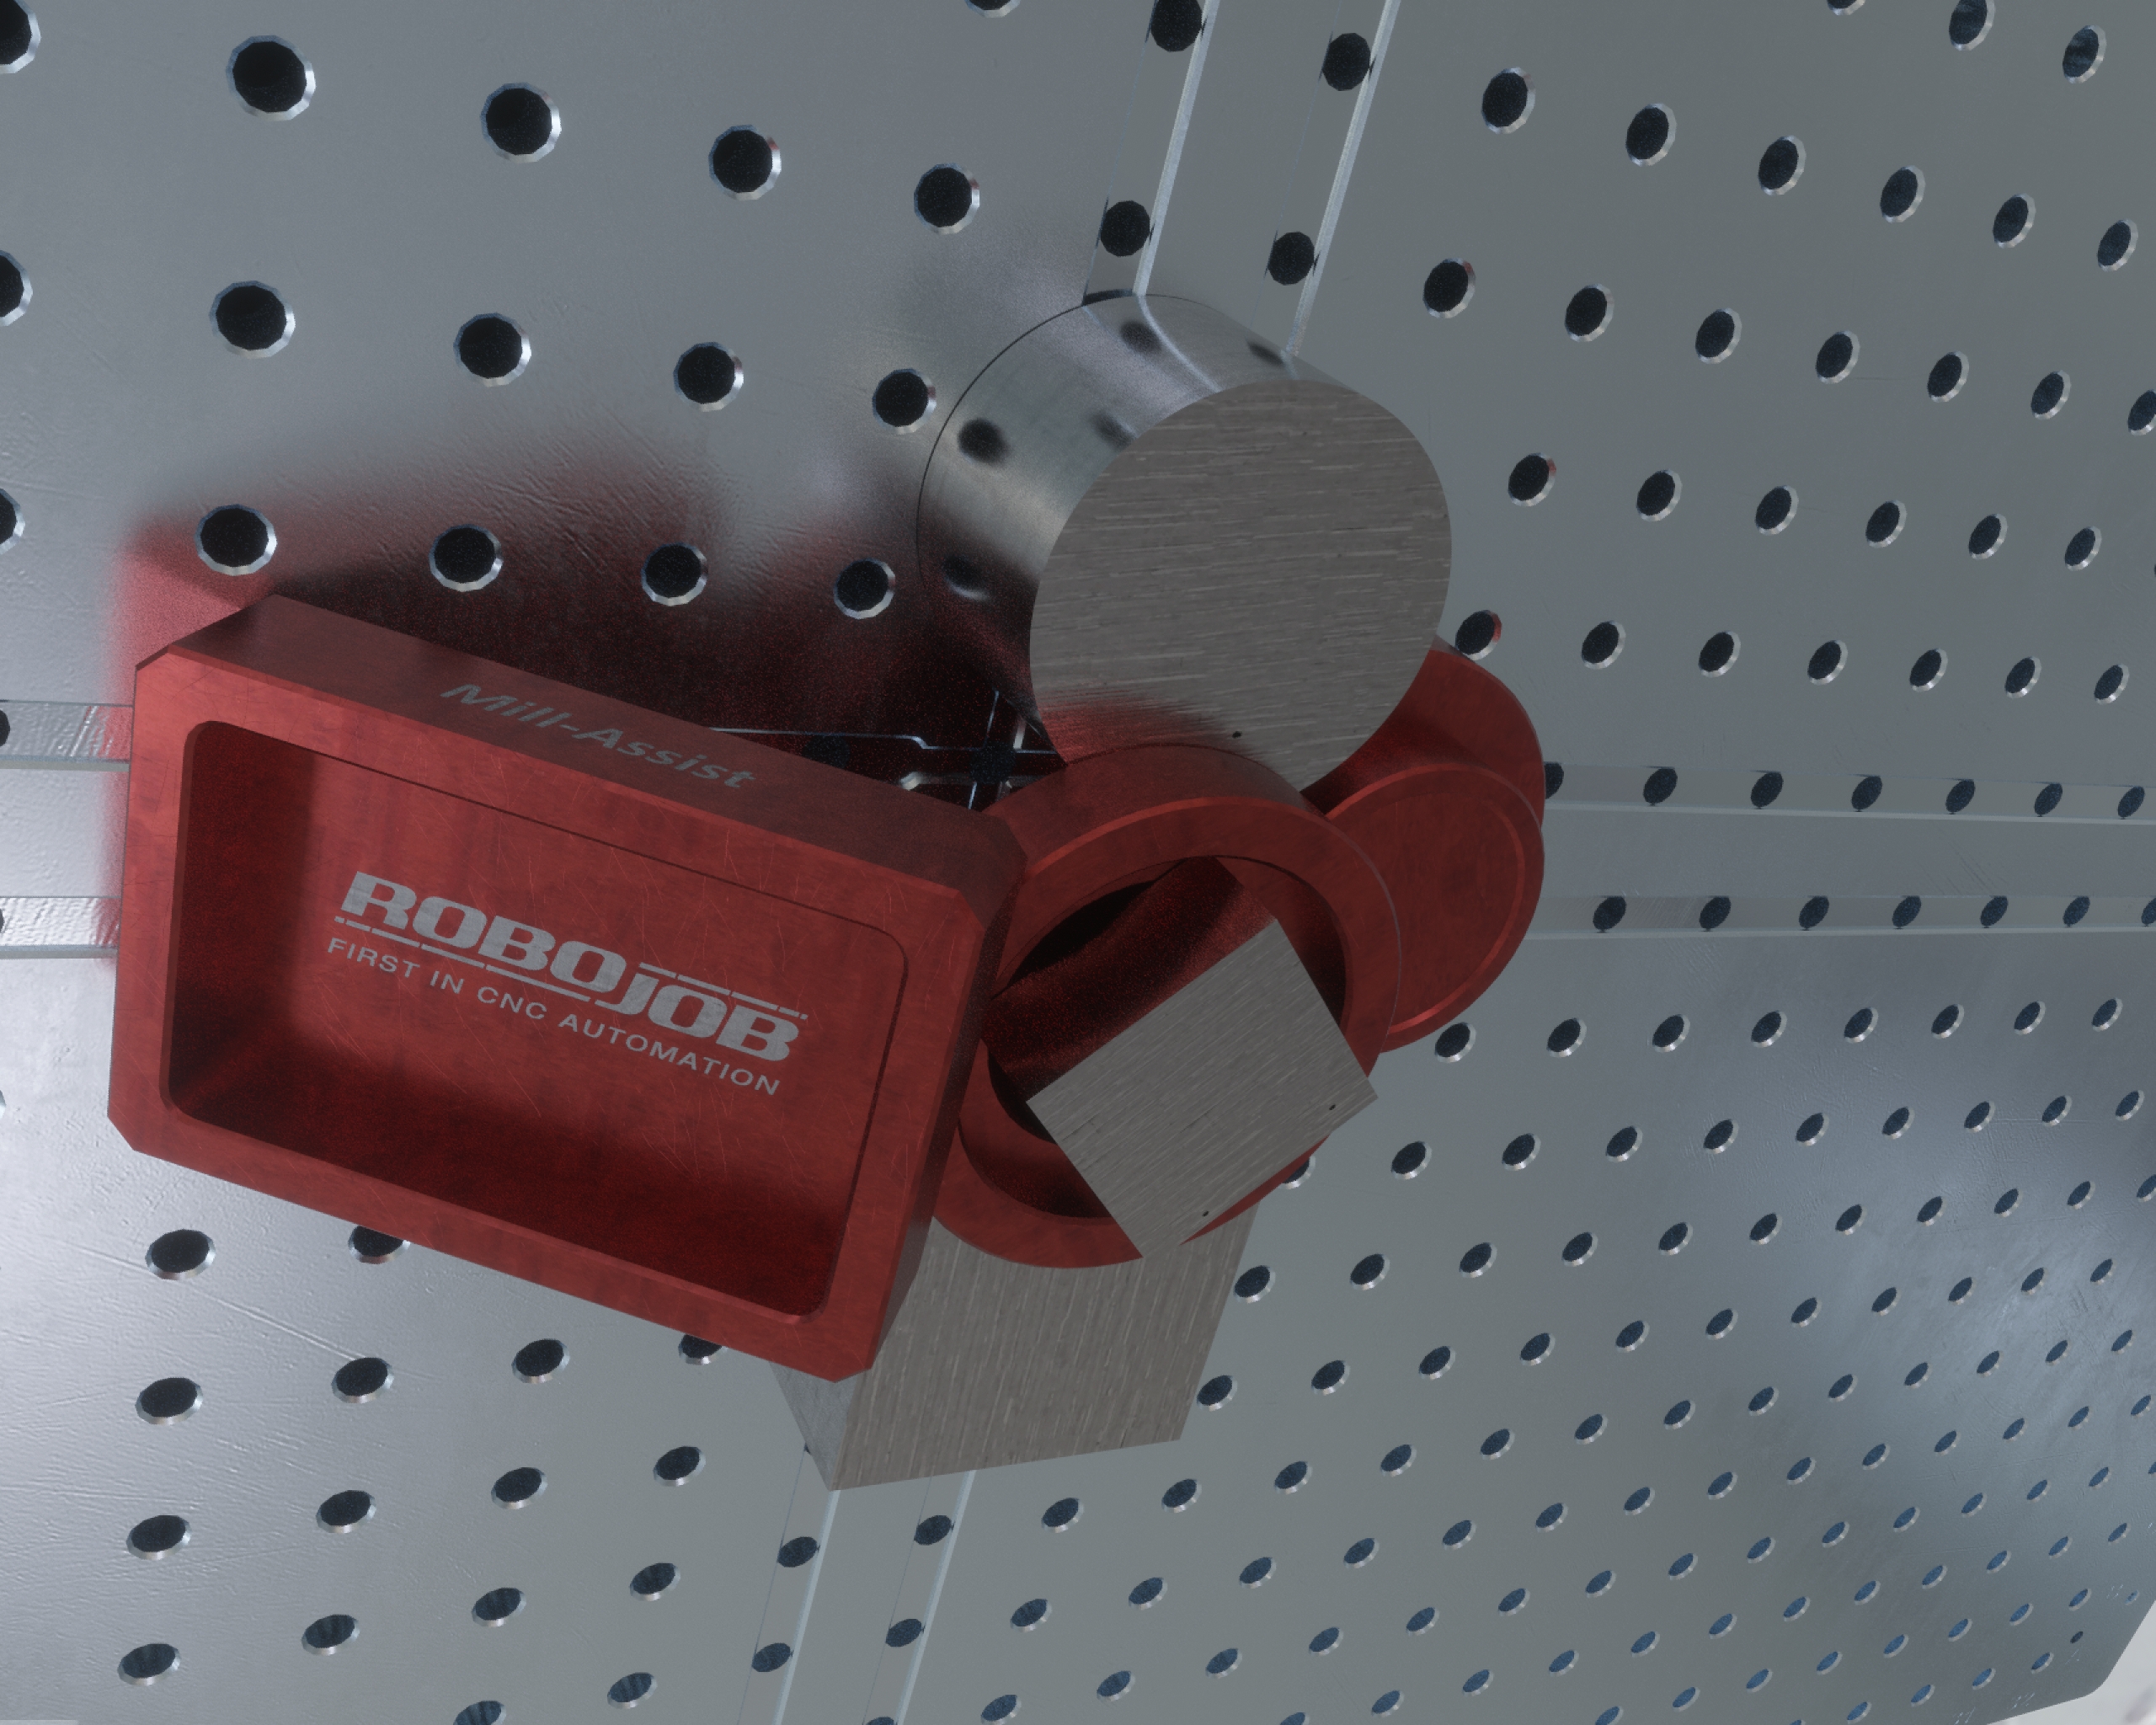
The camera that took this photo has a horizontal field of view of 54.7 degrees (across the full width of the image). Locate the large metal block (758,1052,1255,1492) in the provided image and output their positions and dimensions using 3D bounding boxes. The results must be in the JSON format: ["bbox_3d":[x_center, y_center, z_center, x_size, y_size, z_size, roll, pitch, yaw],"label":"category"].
[{"bbox_3d":[-0.015,0.077,0.431,0.081,0.050,0.079,1,118,-29],"label":"large metal block"}]

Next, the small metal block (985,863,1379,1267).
[{"bbox_3d":[0.017,0.034,0.361,0.050,0.025,0.050,-36,129,-4],"label":"small metal block"}]

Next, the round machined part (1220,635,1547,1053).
[{"bbox_3d":[0.056,0.001,0.430,0.099,0.042,0.097,-14,124,-21],"label":"round machined part"}]

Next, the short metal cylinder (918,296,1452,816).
[{"bbox_3d":[0.018,-0.054,0.371,0.081,0.050,0.079,-14,124,-21],"label":"short metal cylinder"}]

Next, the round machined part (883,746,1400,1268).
[{"bbox_3d":[0.006,0.022,0.379,0.099,0.042,0.097,-14,124,-21],"label":"round machined part"}]

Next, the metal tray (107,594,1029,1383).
[{"bbox_3d":[-0.082,0.020,0.329,0.131,0.030,0.089,17,114,4],"label":"metal tray"}]
